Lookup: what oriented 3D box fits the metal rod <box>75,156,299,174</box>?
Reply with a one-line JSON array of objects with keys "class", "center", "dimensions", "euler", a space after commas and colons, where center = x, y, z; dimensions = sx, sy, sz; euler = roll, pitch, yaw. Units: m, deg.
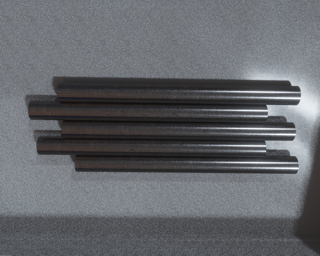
[{"class": "metal rod", "center": [0.037, 0.050, 0.429], "dimensions": [0.302, 0.025, 0.025], "euler": [1, 110, -1]}]

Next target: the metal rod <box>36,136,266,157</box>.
[{"class": "metal rod", "center": [-0.010, 0.025, 0.419], "dimensions": [0.302, 0.025, 0.025], "euler": [1, 110, -1]}]

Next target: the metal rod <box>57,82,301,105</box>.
[{"class": "metal rod", "center": [0.024, -0.043, 0.394], "dimensions": [0.302, 0.025, 0.025], "euler": [1, 110, -1]}]

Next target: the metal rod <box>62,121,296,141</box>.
[{"class": "metal rod", "center": [0.025, 0.003, 0.411], "dimensions": [0.302, 0.025, 0.025], "euler": [1, 110, -1]}]

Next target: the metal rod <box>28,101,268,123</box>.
[{"class": "metal rod", "center": [-0.014, -0.021, 0.402], "dimensions": [0.302, 0.025, 0.025], "euler": [1, 110, -1]}]
